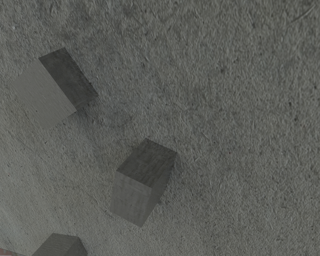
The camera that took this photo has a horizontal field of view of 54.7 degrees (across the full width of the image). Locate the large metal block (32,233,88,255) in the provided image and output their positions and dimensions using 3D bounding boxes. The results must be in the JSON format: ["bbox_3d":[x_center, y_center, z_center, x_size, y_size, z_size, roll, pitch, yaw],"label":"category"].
[{"bbox_3d":[-0.216,0.274,0.655,0.080,0.080,0.050,-4,116,30],"label":"large metal block"}]

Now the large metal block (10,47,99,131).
[{"bbox_3d":[-0.148,-0.053,0.436,0.080,0.050,0.080,-25,105,37],"label":"large metal block"}]

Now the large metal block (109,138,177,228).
[{"bbox_3d":[-0.023,0.074,0.429,0.050,0.080,0.079,24,127,13],"label":"large metal block"}]
